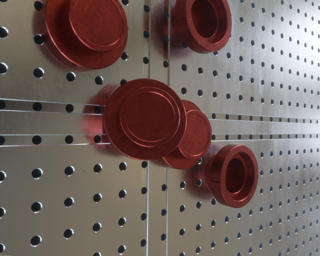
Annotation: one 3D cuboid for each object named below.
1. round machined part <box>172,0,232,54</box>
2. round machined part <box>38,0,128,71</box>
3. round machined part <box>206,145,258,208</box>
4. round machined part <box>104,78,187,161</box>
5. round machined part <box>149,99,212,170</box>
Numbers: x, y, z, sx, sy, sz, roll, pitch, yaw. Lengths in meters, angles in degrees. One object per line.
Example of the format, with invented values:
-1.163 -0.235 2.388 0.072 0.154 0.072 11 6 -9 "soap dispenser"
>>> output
0.057 -0.156 0.448 0.099 0.042 0.097 0 90 -40 "round machined part"
-0.075 -0.113 0.336 0.099 0.042 0.097 0 90 -40 "round machined part"
0.111 0.075 0.495 0.099 0.042 0.097 0 90 -40 "round machined part"
-0.015 -0.011 0.362 0.099 0.042 0.097 1 84 -14 "round machined part"
0.034 0.009 0.429 0.099 0.042 0.097 0 90 -40 "round machined part"
